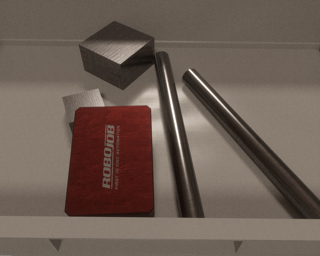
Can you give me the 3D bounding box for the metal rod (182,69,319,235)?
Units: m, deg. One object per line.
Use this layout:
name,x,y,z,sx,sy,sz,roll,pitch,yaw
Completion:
metal rod,0.117,0.021,0.388,0.025,0.025,0.300,-23,54,-18

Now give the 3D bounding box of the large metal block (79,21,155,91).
large metal block,-0.065,-0.115,0.485,0.080,0.050,0.080,29,56,22

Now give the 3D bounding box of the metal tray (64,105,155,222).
metal tray,-0.054,0.037,0.354,0.091,0.030,0.130,-2,61,-2

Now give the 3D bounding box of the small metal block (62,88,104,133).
small metal block,-0.101,-0.023,0.423,0.050,0.025,0.050,-16,52,-13

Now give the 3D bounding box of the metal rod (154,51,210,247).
metal rod,0.020,0.000,0.405,0.025,0.025,0.300,-5,50,-5
